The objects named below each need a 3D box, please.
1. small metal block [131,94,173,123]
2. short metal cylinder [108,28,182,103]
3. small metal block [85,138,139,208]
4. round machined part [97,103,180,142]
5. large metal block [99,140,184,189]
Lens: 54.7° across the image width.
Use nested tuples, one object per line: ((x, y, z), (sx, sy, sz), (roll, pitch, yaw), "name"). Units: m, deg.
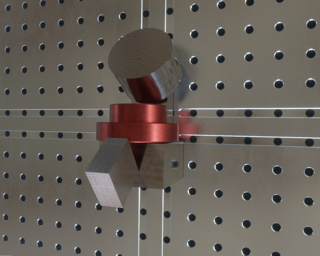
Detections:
((-0.010, -0.031, 0.414), (0.050, 0.025, 0.050), (1, 90, 19), "small metal block")
((-0.017, -0.078, 0.387), (0.080, 0.050, 0.080), (-8, 58, 14), "short metal cylinder")
((-0.047, 0.045, 0.318), (0.025, 0.050, 0.050), (1, 129, 19), "small metal block")
((-0.026, -0.007, 0.371), (0.098, 0.098, 0.042), (1, 91, 19), "round machined part")
((-0.020, 0.041, 0.389), (0.080, 0.080, 0.050), (1, 91, 19), "large metal block")
